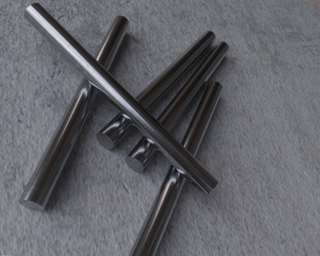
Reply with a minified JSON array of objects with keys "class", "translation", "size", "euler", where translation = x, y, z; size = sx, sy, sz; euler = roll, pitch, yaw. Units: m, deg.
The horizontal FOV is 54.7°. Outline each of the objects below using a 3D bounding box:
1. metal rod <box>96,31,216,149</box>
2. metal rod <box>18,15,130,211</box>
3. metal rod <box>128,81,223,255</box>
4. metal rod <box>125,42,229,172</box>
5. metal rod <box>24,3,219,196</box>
[{"class":"metal rod","translation":[0.012,-0.073,0.456],"size":[0.025,0.025,0.301],"euler":[41,51,-1]},{"class":"metal rod","translation":[-0.090,-0.043,0.382],"size":[0.025,0.025,0.300],"euler":[25,53,-13]},{"class":"metal rod","translation":[0.031,0.039,0.398],"size":[0.025,0.025,0.301],"euler":[34,51,-7]},{"class":"metal rod","translation":[0.041,-0.050,0.457],"size":[0.025,0.025,0.301],"euler":[39,51,-2]},{"class":"metal rod","translation":[-0.047,-0.035,0.367],"size":[0.300,0.025,0.025],"euler":[45,51,3]}]
